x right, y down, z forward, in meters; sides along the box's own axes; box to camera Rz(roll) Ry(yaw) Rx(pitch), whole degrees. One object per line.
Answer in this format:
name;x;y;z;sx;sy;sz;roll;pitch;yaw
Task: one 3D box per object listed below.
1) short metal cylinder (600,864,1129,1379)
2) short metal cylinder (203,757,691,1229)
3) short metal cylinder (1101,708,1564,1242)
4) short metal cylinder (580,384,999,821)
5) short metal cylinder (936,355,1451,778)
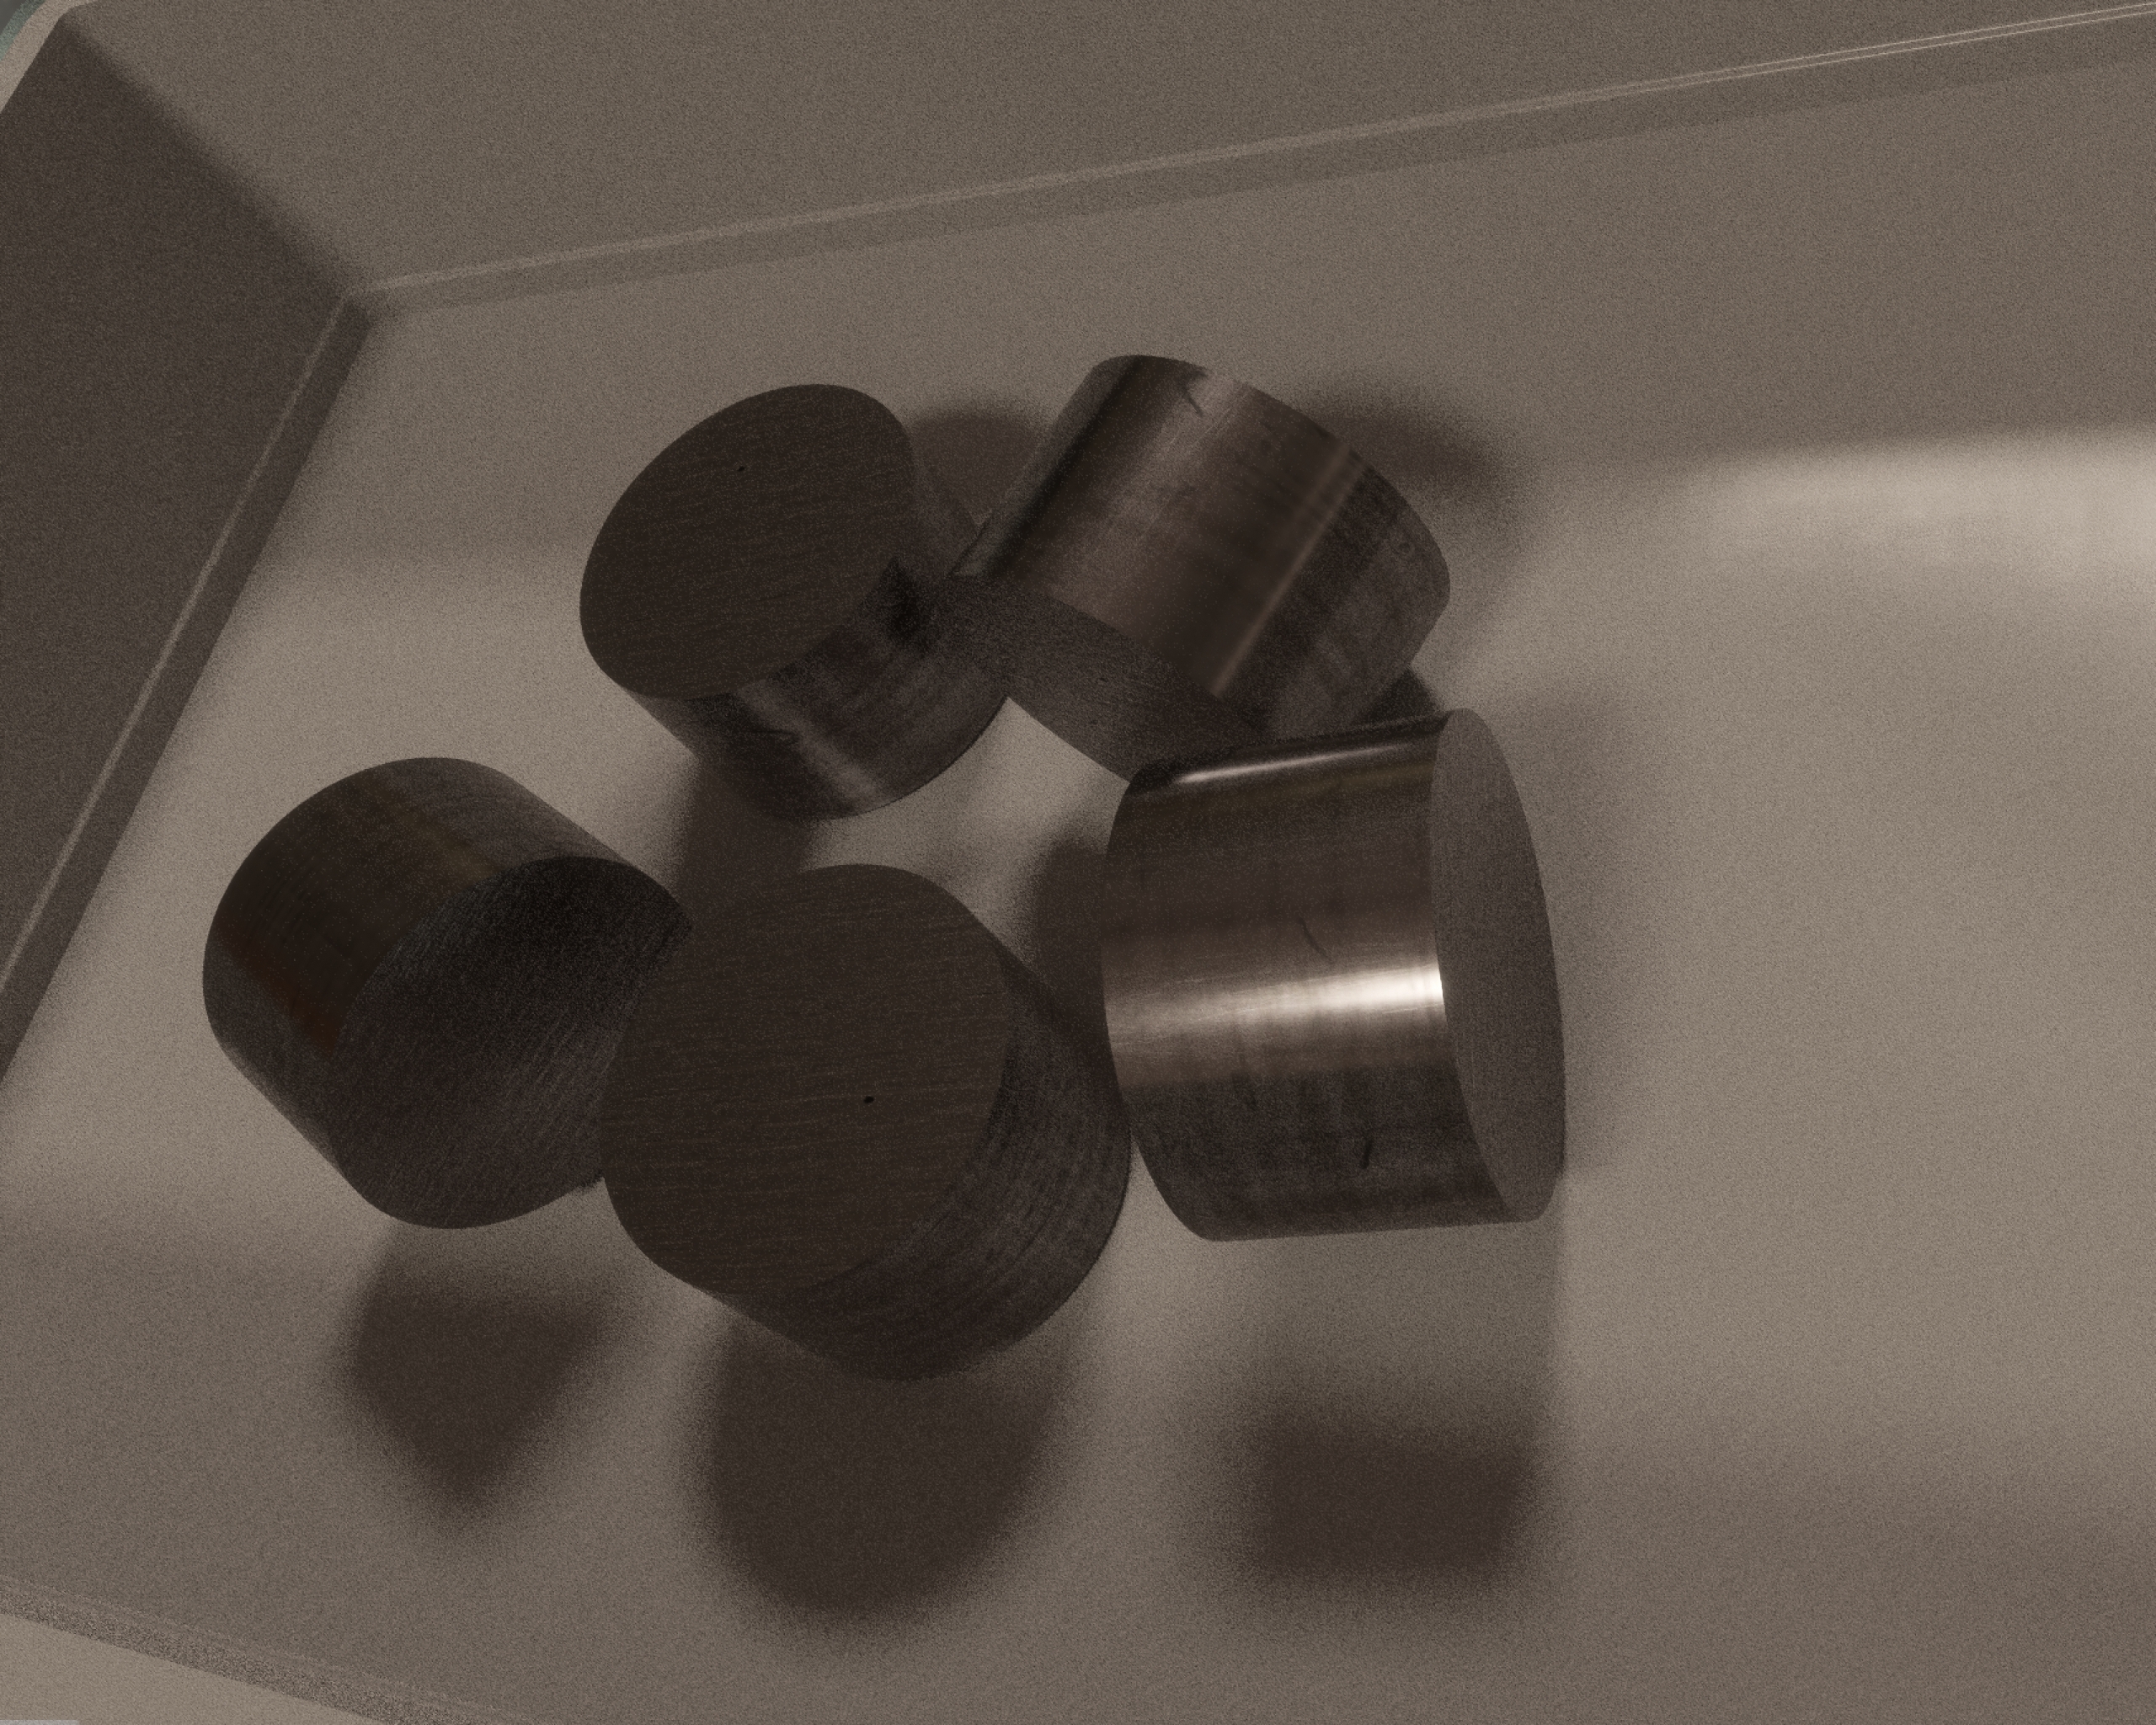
short metal cylinder;-0.038;0.047;0.377;0.080;0.050;0.080;-13;56;20
short metal cylinder;-0.123;0.025;0.415;0.050;0.080;0.080;30;78;37
short metal cylinder;0.043;0.019;0.333;0.050;0.080;0.080;-9;58;23
short metal cylinder;-0.059;-0.056;0.451;0.080;0.050;0.080;-13;56;20
short metal cylinder;0.021;-0.048;0.387;0.080;0.080;0.050;24;75;36
